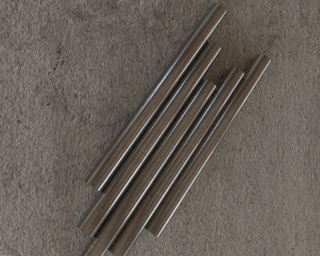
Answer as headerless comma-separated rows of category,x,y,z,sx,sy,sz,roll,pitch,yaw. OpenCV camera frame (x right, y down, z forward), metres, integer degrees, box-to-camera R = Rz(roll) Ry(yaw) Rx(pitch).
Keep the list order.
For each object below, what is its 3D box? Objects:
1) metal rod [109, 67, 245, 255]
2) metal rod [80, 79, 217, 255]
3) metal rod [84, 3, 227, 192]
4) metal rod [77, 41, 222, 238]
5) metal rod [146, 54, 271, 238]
metal rod,0.029,0.039,0.422,0.025,0.025,0.300,38,78,-16
metal rod,-0.014,0.059,0.406,0.025,0.025,0.300,38,78,-16
metal rod,0.001,-0.049,0.412,0.025,0.025,0.300,38,78,-16
metal rod,-0.007,0.006,0.409,0.025,0.025,0.300,38,78,-16
metal rod,0.073,0.017,0.438,0.025,0.025,0.300,38,78,-16
